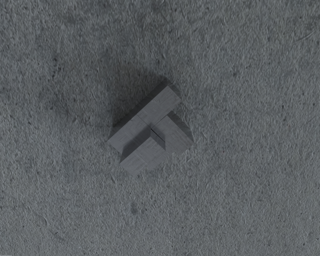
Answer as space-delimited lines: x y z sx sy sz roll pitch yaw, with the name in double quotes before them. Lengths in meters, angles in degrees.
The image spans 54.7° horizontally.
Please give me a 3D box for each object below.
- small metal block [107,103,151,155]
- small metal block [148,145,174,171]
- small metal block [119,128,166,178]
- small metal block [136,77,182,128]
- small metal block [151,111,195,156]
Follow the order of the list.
"small metal block" -0.038 0.000 0.397 0.050 0.050 0.025 -42 105 13
"small metal block" -0.011 0.021 0.419 0.050 0.025 0.050 -41 106 13
"small metal block" -0.020 0.025 0.380 0.050 0.050 0.025 -42 105 13
"small metal block" -0.001 -0.033 0.385 0.050 0.050 0.025 -42 105 13
"small metal block" 0.016 0.001 0.398 0.025 0.050 0.050 -41 105 13
